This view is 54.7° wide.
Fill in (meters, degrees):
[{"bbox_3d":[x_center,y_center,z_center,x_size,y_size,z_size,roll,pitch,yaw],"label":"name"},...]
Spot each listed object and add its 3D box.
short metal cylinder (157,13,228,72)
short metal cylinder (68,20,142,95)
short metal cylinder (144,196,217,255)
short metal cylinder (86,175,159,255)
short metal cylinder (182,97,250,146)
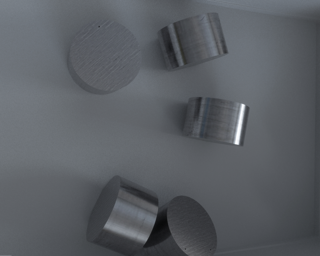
[{"bbox_3d":[0.042,-0.108,0.396,0.081,0.080,0.050,-18,97,-19],"label":"short metal cylinder"},{"bbox_3d":[-0.068,-0.082,0.372,0.081,0.050,0.080,0,90,-20],"label":"short metal cylinder"},{"bbox_3d":[0.024,0.132,0.384,0.080,0.050,0.080,30,37,-25],"label":"short metal cylinder"},{"bbox_3d":[-0.045,0.103,0.365,0.050,0.080,0.080,29,81,-18],"label":"short metal cylinder"},{"bbox_3d":[0.073,-0.007,0.408,0.081,0.080,0.050,12,86,-20],"label":"short metal cylinder"}]
